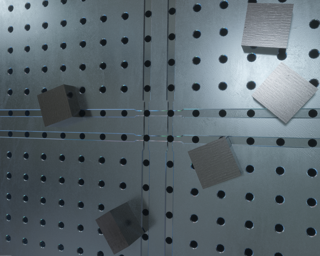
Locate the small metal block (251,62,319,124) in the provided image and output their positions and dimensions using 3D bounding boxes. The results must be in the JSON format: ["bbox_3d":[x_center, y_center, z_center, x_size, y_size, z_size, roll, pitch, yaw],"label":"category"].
[{"bbox_3d":[0.144,-0.040,0.362,0.050,0.025,0.050,43,103,15],"label":"small metal block"}]

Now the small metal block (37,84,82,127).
[{"bbox_3d":[-0.151,-0.033,0.467,0.050,0.025,0.050,-18,84,19],"label":"small metal block"}]

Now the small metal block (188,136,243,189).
[{"bbox_3d":[0.070,0.043,0.388,0.050,0.025,0.050,-24,82,18],"label":"small metal block"}]

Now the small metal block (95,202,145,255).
[{"bbox_3d":[-0.053,0.133,0.418,0.025,0.050,0.050,-35,79,17],"label":"small metal block"}]

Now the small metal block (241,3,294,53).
[{"bbox_3d":[0.127,-0.118,0.368,0.050,0.025,0.050,10,93,19],"label":"small metal block"}]
